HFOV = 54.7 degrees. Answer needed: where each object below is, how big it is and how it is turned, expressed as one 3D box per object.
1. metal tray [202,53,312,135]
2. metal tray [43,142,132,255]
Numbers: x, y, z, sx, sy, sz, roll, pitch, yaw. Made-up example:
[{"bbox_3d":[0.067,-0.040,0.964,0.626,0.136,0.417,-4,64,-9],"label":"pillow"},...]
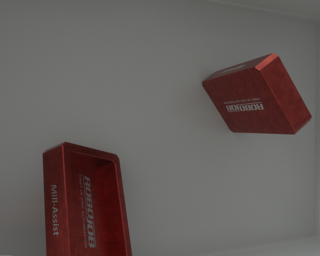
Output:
[{"bbox_3d":[0.116,-0.037,0.397,0.030,0.130,0.090,-38,102,-16],"label":"metal tray"},{"bbox_3d":[-0.075,0.087,0.328,0.090,0.030,0.130,24,49,-55],"label":"metal tray"}]
